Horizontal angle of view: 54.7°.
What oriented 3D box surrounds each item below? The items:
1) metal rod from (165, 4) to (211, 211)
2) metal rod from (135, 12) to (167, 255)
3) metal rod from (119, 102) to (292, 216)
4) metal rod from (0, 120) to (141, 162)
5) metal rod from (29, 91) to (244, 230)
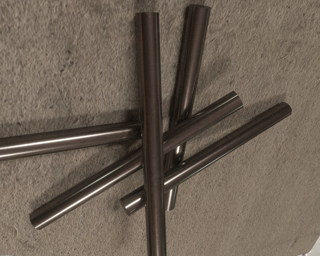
[{"bbox_3d":[0.028,-0.007,0.419,0.025,0.025,0.298,-7,122,-25],"label":"metal rod"},{"bbox_3d":[-0.009,0.022,0.366,0.025,0.025,0.298,-9,107,-24],"label":"metal rod"},{"bbox_3d":[0.079,0.035,0.449,0.302,0.025,0.025,-28,129,-21],"label":"metal rod"},{"bbox_3d":[-0.162,0.022,0.332,0.303,0.025,0.025,-8,122,-25],"label":"metal rod"},{"bbox_3d":[-0.029,0.041,0.395,0.301,0.025,0.025,-31,129,0],"label":"metal rod"}]
